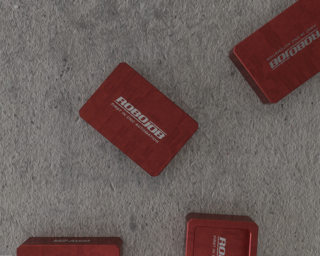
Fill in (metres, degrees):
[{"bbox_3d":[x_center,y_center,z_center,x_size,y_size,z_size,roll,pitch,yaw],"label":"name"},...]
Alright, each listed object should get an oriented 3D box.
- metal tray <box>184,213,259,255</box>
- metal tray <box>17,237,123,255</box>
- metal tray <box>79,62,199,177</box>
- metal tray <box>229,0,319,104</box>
[{"bbox_3d":[0.077,0.182,0.407,0.091,0.030,0.129,4,90,0],"label":"metal tray"},{"bbox_3d":[-0.116,0.193,0.407,0.131,0.030,0.089,0,90,0],"label":"metal tray"},{"bbox_3d":[-0.027,-0.011,0.407,0.130,0.030,0.090,40,90,0],"label":"metal tray"},{"bbox_3d":[0.170,-0.103,0.409,0.130,0.030,0.090,-36,90,0],"label":"metal tray"}]
